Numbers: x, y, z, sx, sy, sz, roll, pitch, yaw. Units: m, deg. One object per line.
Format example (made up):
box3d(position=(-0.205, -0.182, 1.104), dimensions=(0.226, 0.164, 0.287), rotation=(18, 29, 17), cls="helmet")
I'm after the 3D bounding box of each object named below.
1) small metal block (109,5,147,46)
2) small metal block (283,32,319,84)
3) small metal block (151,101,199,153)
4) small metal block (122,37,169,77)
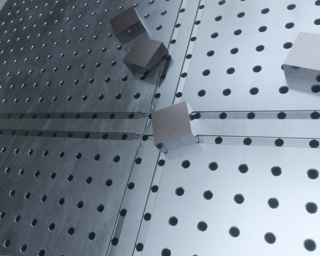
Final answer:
box3d(position=(-0.058, -0.183, 0.552), dimensions=(0.050, 0.025, 0.050), rotation=(-29, 52, 10), cls="small metal block")
box3d(position=(0.181, -0.083, 0.364), dimensions=(0.050, 0.025, 0.050), rotation=(21, 73, 36), cls="small metal block")
box3d(position=(0.018, -0.001, 0.400), dimensions=(0.050, 0.025, 0.050), rotation=(-18, 55, 17), cls="small metal block")
box3d(position=(-0.023, -0.113, 0.491), dimensions=(0.050, 0.025, 0.050), rotation=(23, 74, 36), cls="small metal block")
